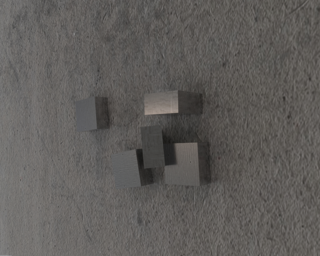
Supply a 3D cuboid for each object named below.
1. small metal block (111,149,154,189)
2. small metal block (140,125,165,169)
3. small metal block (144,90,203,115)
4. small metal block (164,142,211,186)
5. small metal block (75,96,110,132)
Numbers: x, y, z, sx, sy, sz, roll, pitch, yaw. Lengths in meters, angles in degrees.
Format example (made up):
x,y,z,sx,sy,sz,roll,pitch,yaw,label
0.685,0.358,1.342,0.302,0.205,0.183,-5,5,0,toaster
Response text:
x,y,z,sx,sy,sz,roll,pitch,yaw,label
-0.040,0.058,0.438,0.050,0.025,0.050,-15,80,39,small metal block
-0.010,0.024,0.394,0.025,0.050,0.050,-5,86,-3,small metal block
0.017,-0.029,0.375,0.050,0.050,0.025,-2,89,40,small metal block
0.033,0.043,0.378,0.050,0.025,0.050,-5,87,40,small metal block
-0.108,-0.021,0.495,0.050,0.025,0.050,-8,85,39,small metal block
